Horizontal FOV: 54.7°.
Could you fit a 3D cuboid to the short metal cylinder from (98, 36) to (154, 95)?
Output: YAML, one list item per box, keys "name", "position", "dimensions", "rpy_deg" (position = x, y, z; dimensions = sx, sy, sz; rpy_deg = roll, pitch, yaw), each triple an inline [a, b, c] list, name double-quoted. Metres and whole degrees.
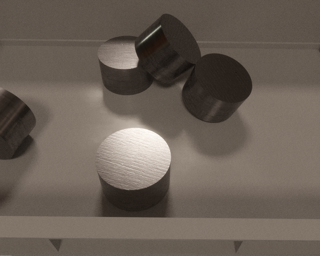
- name: "short metal cylinder"
  position: [-0.050, -0.095, 0.468]
  dimensions: [0.081, 0.050, 0.080]
  rpy_deg: [0, 50, 0]

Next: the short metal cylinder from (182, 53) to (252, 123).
- name: "short metal cylinder"
  position: [0.076, -0.054, 0.421]
  dimensions: [0.081, 0.050, 0.080]
  rpy_deg: [8, 59, -13]

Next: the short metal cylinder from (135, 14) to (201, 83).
- name: "short metal cylinder"
  position: [0.012, -0.110, 0.431]
  dimensions: [0.080, 0.050, 0.080]
  rpy_deg: [31, 43, -33]

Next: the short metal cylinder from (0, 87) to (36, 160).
- name: "short metal cylinder"
  position: [-0.200, -0.006, 0.372]
  dimensions: [0.080, 0.080, 0.050]
  rpy_deg: [13, 52, 10]

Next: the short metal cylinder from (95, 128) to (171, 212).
- name: "short metal cylinder"
  position: [-0.029, 0.046, 0.350]
  dimensions: [0.081, 0.050, 0.080]
  rpy_deg: [0, 50, 0]
